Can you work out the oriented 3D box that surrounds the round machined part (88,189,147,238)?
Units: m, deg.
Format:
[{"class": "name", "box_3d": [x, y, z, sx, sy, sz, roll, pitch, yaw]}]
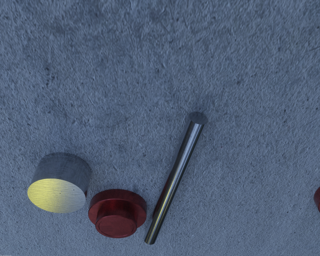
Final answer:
[{"class": "round machined part", "box_3d": [-0.072, 0.150, 0.523, 0.099, 0.042, 0.097, -1, 130, 0]}]

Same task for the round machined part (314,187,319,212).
[{"class": "round machined part", "box_3d": [0.310, 0.122, 0.505, 0.099, 0.042, 0.097, -1, 130, 0]}]

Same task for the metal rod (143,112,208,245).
[{"class": "metal rod", "box_3d": [0.015, 0.098, 0.490, 0.025, 0.025, 0.298, 10, 130, -9]}]

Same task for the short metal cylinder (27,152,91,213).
[{"class": "short metal cylinder", "box_3d": [-0.146, 0.082, 0.458, 0.081, 0.050, 0.079, 0, 130, 0]}]
